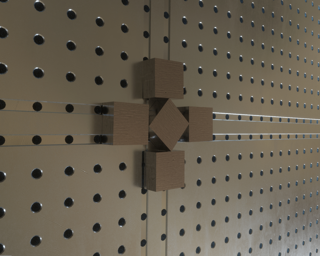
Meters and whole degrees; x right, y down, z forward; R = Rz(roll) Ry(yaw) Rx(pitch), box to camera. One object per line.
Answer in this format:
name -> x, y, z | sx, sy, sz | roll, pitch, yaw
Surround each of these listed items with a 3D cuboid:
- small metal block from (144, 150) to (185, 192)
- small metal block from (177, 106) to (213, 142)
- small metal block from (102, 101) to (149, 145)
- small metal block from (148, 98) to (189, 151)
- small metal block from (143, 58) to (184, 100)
small metal block -> 0.006, 0.056, 0.416 | 0.050, 0.025, 0.050 | 0, 90, -40
small metal block -> 0.051, -0.005, 0.454 | 0.050, 0.025, 0.050 | 0, 90, -40
small metal block -> -0.041, -0.005, 0.376 | 0.050, 0.025, 0.050 | 2, 89, -40
small metal block -> 0.005, -0.004, 0.415 | 0.050, 0.025, 0.050 | 50, 61, -29
small metal block -> 0.005, -0.064, 0.415 | 0.050, 0.025, 0.050 | -1, 91, -40
